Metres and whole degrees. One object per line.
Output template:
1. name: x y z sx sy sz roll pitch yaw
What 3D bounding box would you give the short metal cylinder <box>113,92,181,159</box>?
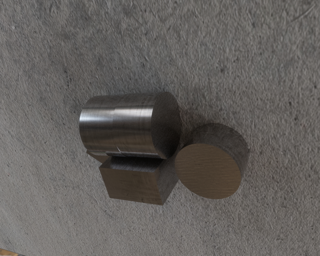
1. short metal cylinder: -0.013 -0.003 0.378 0.050 0.080 0.080 1 119 28

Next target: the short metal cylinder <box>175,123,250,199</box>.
1. short metal cylinder: 0.065 0.040 0.382 0.080 0.050 0.079 13 124 21

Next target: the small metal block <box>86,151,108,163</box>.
1. small metal block: -0.078 0.028 0.468 0.050 0.025 0.050 33 129 6

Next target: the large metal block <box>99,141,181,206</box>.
1. large metal block: -0.021 0.054 0.418 0.080 0.080 0.050 1 119 28

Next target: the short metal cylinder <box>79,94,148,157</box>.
1. short metal cylinder: -0.058 -0.003 0.402 0.050 0.080 0.080 1 119 28
